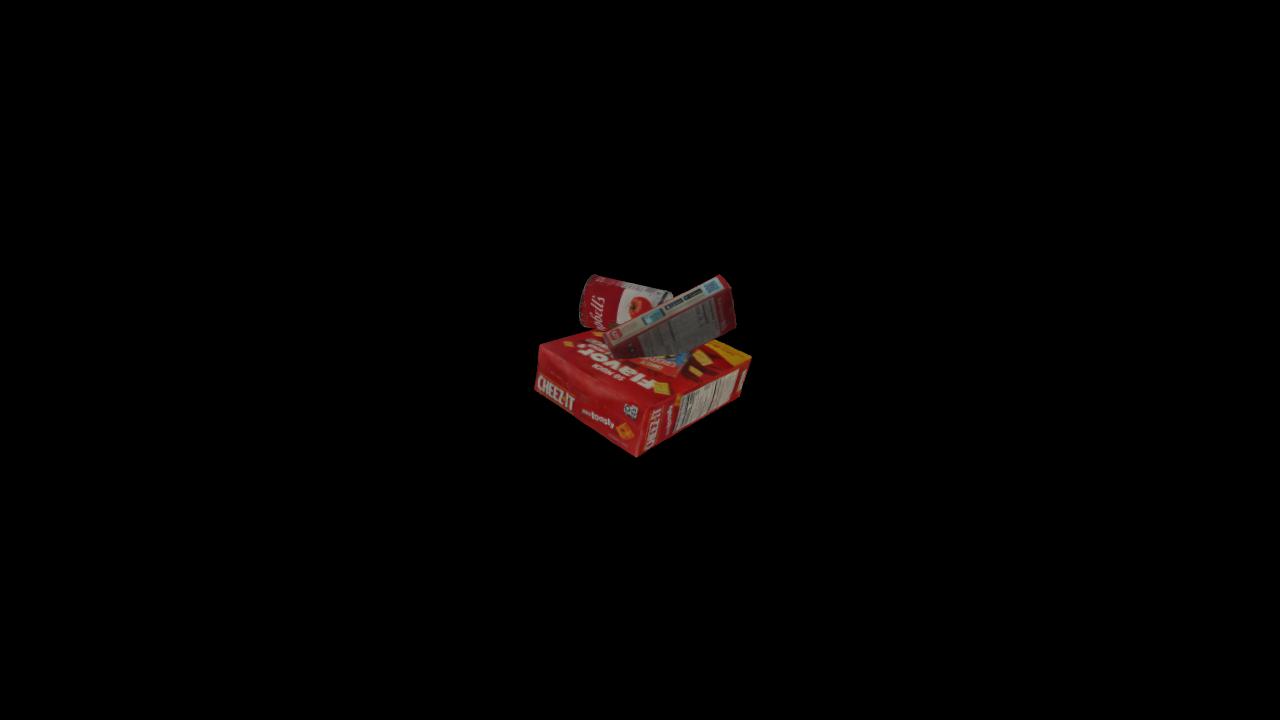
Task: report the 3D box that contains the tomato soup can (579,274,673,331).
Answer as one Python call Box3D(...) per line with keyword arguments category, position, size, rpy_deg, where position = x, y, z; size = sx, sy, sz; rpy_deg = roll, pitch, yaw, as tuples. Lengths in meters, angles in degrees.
Box3D(category="tomato soup can", position=(-0.016, -0.062, 0.758), size=(0.101, 0.068, 0.068), rpy_deg=(14, 3, 13))

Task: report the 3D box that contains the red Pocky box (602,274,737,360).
Box3D(category="red Pocky box", position=(0.038, -0.034, 0.723), size=(0.155, 0.028, 0.083), rpy_deg=(-27, -36, -4))

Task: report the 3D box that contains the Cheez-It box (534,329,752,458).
Box3D(category="Cheez-It box", position=(0.008, 0.017, 0.753), size=(0.166, 0.071, 0.223), rpy_deg=(28, 30, 30))
